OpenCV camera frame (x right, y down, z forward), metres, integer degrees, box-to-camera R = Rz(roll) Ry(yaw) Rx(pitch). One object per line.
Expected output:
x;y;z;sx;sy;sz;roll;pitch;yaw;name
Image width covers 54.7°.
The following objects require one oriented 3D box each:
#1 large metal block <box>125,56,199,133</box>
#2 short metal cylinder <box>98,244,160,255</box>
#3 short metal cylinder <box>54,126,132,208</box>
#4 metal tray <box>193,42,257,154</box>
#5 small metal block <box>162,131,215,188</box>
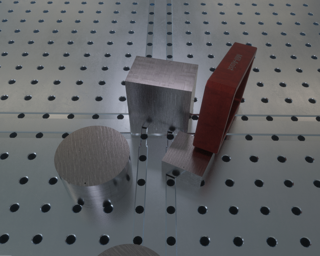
0.003;-0.042;0.407;0.080;0.080;0.050;10;51;8;large metal block
-0.027;0.149;0.266;0.081;0.050;0.080;0;50;0;short metal cylinder
-0.073;0.044;0.354;0.081;0.050;0.080;0;50;0;short metal cylinder
0.082;-0.041;0.381;0.030;0.089;0.131;20;39;16;metal tray
0.036;0.037;0.377;0.050;0.025;0.050;21;53;16;small metal block
